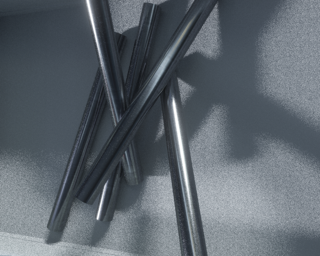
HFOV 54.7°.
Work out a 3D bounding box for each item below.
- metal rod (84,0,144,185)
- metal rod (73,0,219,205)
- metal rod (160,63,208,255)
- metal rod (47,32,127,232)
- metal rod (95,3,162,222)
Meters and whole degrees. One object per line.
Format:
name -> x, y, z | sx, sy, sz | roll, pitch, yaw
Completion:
metal rod -> -0.056, -0.063, 0.363 | 0.025, 0.025, 0.298 | 0, 116, 20
metal rod -> -0.010, -0.046, 0.369 | 0.025, 0.025, 0.299 | 30, 84, 17
metal rod -> 0.024, 0.046, 0.340 | 0.025, 0.025, 0.299 | -17, 61, 19
metal rod -> -0.107, 0.009, 0.446 | 0.025, 0.025, 0.298 | 22, 97, 18
metal rod -> -0.045, -0.018, 0.425 | 0.025, 0.025, 0.298 | 15, 95, 19
